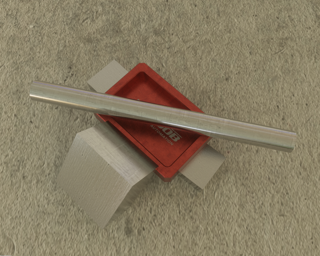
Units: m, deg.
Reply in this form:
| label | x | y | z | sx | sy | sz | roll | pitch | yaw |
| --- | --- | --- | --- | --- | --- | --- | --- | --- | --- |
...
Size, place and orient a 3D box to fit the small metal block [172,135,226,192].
| label | x | y | z | sx | sy | sz | roll | pitch | yaw |
| --- | --- | --- | --- | --- | --- | --- | --- | --- | --- |
| small metal block | 0.047 | 0.045 | 0.393 | 0.050 | 0.025 | 0.050 | 37 | 74 | 12 |

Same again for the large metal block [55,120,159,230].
| label | x | y | z | sx | sy | sz | roll | pitch | yaw |
| --- | --- | --- | --- | --- | --- | --- | --- | --- | --- |
| large metal block | -0.062 | 0.052 | 0.351 | 0.080 | 0.079 | 0.050 | 41 | 33 | 13 |

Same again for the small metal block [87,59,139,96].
| label | x | y | z | sx | sy | sz | roll | pitch | yaw |
| --- | --- | --- | --- | --- | --- | --- | --- | --- | --- |
| small metal block | -0.063 | -0.058 | 0.429 | 0.050 | 0.025 | 0.050 | 43 | 75 | 13 |

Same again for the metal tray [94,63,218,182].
| label | x | y | z | sx | sy | sz | roll | pitch | yaw |
| --- | --- | --- | --- | --- | --- | --- | --- | --- | --- |
| metal tray | -0.007 | -0.009 | 0.382 | 0.130 | 0.030 | 0.090 | 42 | 75 | 13 |

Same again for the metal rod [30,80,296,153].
| label | x | y | z | sx | sy | sz | roll | pitch | yaw |
| --- | --- | --- | --- | --- | --- | --- | --- | --- | --- |
| metal rod | 0.000 | -0.014 | 0.356 | 0.302 | 0.025 | 0.025 | 12 | 71 | 3 |
